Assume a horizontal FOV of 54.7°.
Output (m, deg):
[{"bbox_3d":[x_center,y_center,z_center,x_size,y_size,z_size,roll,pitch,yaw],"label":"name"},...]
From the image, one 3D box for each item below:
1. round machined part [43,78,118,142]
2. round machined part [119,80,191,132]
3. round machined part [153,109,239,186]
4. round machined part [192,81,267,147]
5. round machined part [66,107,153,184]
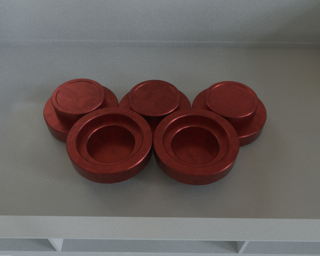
[{"bbox_3d":[-0.105,-0.029,0.414,0.099,0.042,0.098,1,49,-1],"label":"round machined part"},{"bbox_3d":[-0.007,-0.027,0.414,0.099,0.042,0.098,0,49,0],"label":"round machined part"},{"bbox_3d":[0.041,0.026,0.370,0.099,0.042,0.098,0,50,0],"label":"round machined part"},{"bbox_3d":[0.092,-0.025,0.412,0.099,0.042,0.098,0,49,0],"label":"round machined part"},{"bbox_3d":[-0.057,0.024,0.371,0.099,0.042,0.098,0,50,0],"label":"round machined part"}]
